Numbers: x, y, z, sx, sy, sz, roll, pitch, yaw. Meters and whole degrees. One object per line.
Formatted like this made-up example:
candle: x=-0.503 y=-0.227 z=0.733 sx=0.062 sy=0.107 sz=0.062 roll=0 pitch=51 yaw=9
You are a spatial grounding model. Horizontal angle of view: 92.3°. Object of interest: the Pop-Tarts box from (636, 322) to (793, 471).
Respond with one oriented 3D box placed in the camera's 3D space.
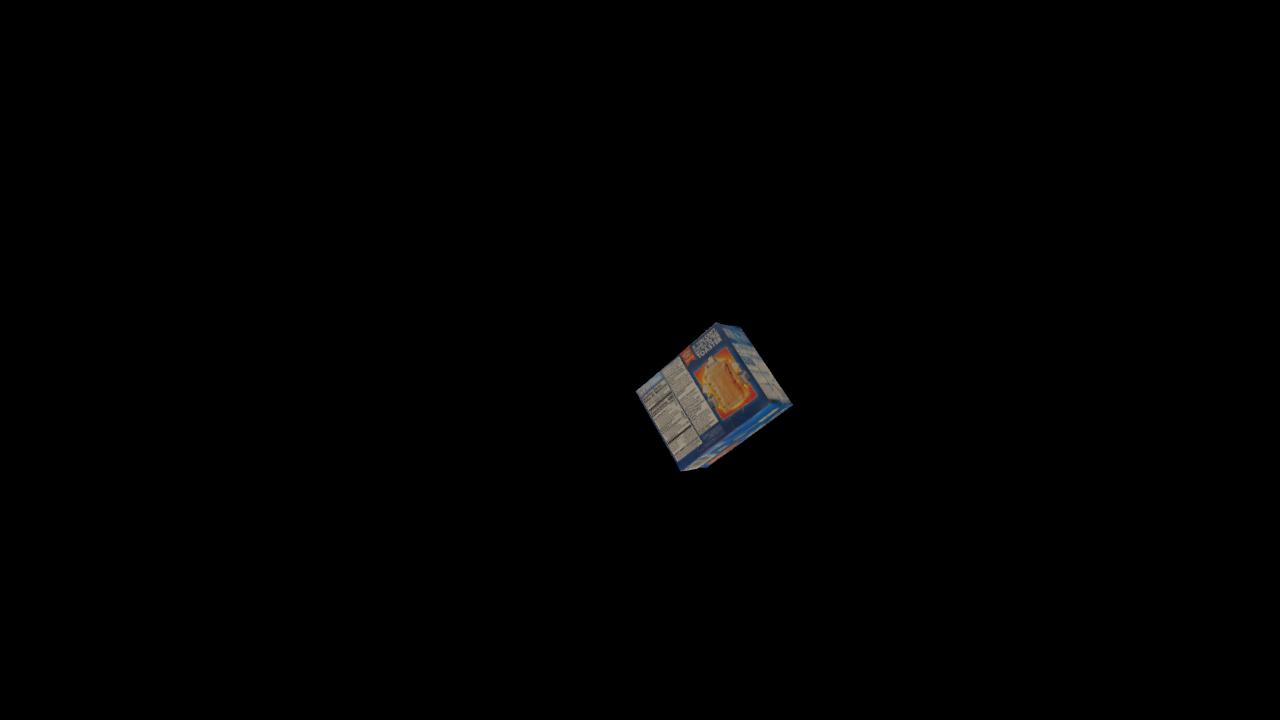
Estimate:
Pop-Tarts box: x=0.103 y=0.054 z=0.881 sx=0.167 sy=0.141 sz=0.083 roll=-42 pitch=-26 yaw=24
